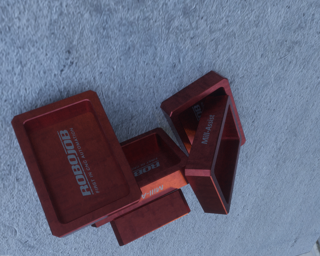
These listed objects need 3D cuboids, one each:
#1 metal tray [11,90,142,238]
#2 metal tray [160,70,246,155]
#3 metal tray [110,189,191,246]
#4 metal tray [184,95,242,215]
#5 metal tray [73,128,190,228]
[{"bbox_3d":[-0.086,0.034,0.322,0.091,0.130,0.030,-22,166,-16],"label":"metal tray"},{"bbox_3d":[0.066,-0.005,0.440,0.090,0.030,0.130,-34,129,-7],"label":"metal tray"},{"bbox_3d":[-0.021,0.115,0.413,0.091,0.130,0.030,-22,82,-15],"label":"metal tray"},{"bbox_3d":[0.074,0.032,0.398,0.090,0.030,0.130,63,36,-39],"label":"metal tray"},{"bbox_3d":[-0.036,0.054,0.381,0.131,0.090,0.030,-23,127,-15],"label":"metal tray"}]
